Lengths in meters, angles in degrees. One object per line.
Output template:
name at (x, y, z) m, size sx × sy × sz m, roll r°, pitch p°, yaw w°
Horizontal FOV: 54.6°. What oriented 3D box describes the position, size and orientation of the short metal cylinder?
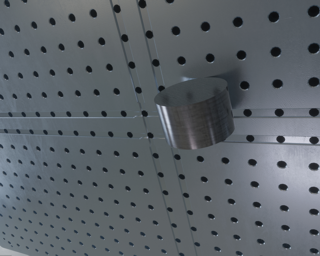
short metal cylinder at (0.039, -0.018, 0.344) m, size 0.080 × 0.080 × 0.050 m, roll -2°, pitch 117°, yaw 29°
